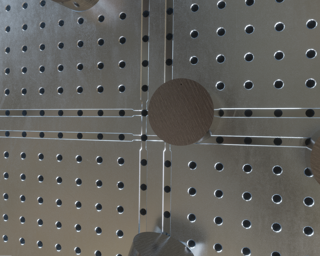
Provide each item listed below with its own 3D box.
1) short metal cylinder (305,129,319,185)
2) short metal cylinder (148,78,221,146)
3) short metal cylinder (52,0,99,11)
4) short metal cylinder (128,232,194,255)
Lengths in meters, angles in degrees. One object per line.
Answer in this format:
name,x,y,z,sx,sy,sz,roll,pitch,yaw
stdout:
short metal cylinder,0.201,0.033,0.329,0.080,0.050,0.079,0,90,19
short metal cylinder,0.032,-0.019,0.387,0.080,0.050,0.079,0,90,19
short metal cylinder,-0.125,-0.212,0.435,0.080,0.050,0.079,2,98,13
short metal cylinder,-0.002,0.173,0.384,0.080,0.080,0.050,21,97,18
